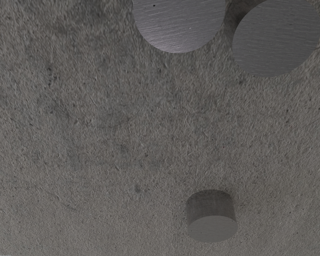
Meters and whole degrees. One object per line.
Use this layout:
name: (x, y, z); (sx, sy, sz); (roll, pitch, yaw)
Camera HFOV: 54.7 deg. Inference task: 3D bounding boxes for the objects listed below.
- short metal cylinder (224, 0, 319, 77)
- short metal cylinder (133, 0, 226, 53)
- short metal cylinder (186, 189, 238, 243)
short metal cylinder: (0.108, -0.098, 0.308); (0.081, 0.050, 0.079); (0, 130, 0)
short metal cylinder: (0.017, -0.118, 0.290); (0.081, 0.050, 0.079); (0, 130, 0)
short metal cylinder: (0.085, 0.148, 0.517); (0.081, 0.050, 0.079); (0, 130, 0)
